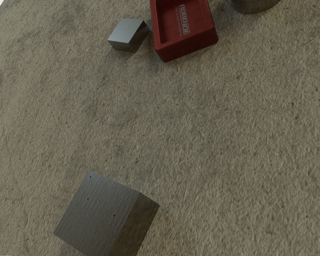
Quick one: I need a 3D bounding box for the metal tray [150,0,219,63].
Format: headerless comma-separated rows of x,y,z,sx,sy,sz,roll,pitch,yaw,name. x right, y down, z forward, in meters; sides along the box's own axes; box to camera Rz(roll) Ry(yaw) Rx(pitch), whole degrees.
0.034,-0.172,0.488,0.090,0.030,0.130,-18,55,17,metal tray

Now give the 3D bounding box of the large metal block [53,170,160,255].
-0.060,0.104,0.355,0.080,0.050,0.080,15,69,34,large metal block

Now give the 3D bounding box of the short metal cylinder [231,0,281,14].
0.137,-0.213,0.447,0.080,0.050,0.080,-13,56,21,short metal cylinder

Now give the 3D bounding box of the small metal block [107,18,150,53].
-0.053,-0.158,0.529,0.050,0.025,0.050,18,71,35,small metal block
